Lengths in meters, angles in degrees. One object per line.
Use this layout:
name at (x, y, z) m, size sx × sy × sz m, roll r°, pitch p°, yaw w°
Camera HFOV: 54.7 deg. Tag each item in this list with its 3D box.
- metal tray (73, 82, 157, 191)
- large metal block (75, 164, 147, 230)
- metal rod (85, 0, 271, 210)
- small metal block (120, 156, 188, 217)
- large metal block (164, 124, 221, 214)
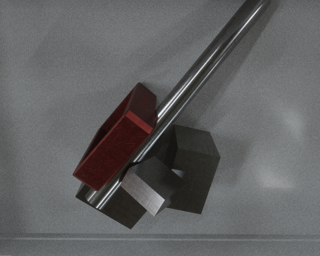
metal tray at (-0.045, 0.003, 0.354) m, size 0.030 × 0.130 × 0.090 m, roll 39°, pitch 106°, yaw -12°
large metal block at (-0.054, 0.072, 0.408) m, size 0.080 × 0.080 × 0.050 m, roll 35°, pitch 106°, yaw -12°
metal rod at (0.022, -0.033, 0.350) m, size 0.025 × 0.025 × 0.300 m, roll 40°, pitch 88°, yaw -14°
small metal block at (-0.006, 0.062, 0.340) m, size 0.050 × 0.050 × 0.025 m, roll 38°, pitch 117°, yaw 19°
large metal block at (0.035, 0.050, 0.401) m, size 0.050 × 0.080 × 0.079 m, roll 13°, pitch 110°, yaw -5°
